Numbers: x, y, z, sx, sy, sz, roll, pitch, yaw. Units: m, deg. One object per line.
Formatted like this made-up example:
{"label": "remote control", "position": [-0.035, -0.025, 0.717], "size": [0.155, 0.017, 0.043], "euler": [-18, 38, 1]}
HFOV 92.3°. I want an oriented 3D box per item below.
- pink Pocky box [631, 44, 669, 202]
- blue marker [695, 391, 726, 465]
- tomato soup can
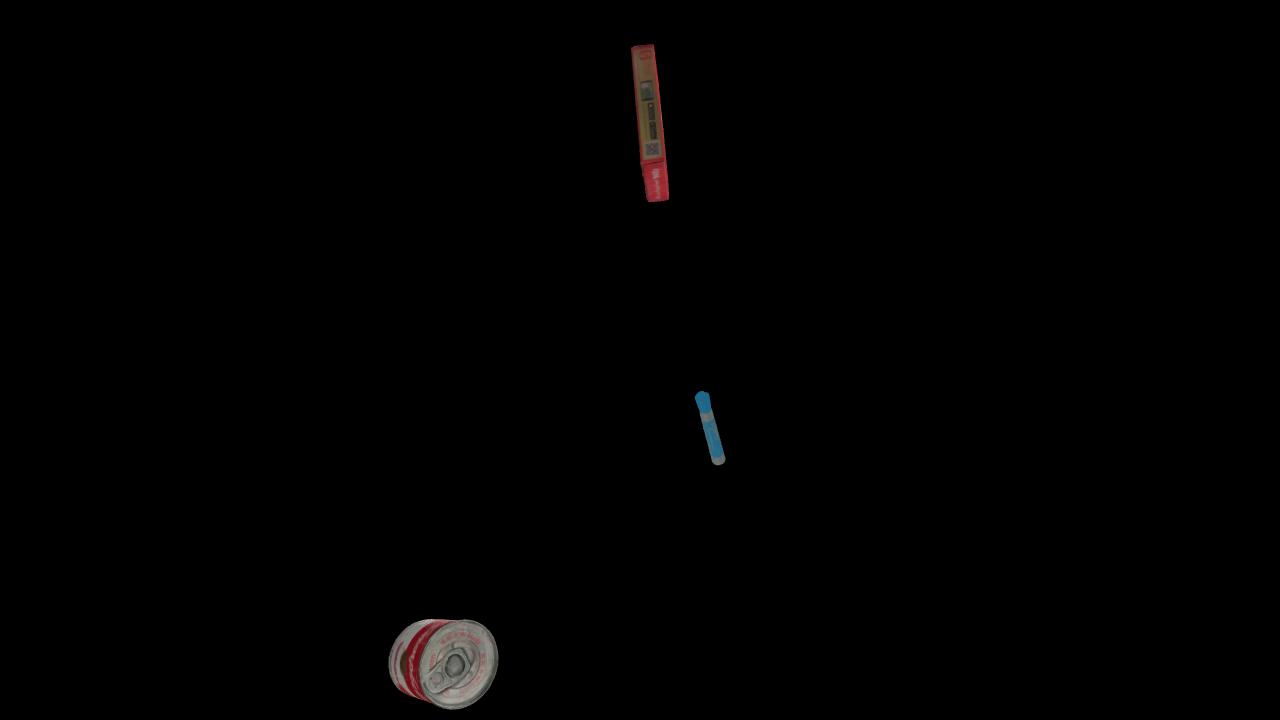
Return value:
{"label": "pink Pocky box", "position": [0.012, -0.272, 0.714], "size": [0.029, 0.155, 0.084], "euler": [-6, -15, 4]}
{"label": "blue marker", "position": [0.092, 0.089, 0.807], "size": [0.020, 0.121, 0.020], "euler": [-12, 34, 8]}
{"label": "tomato soup can", "position": [-0.176, 0.265, 0.545], "size": [0.068, 0.068, 0.101], "euler": [0, -18, -37]}
